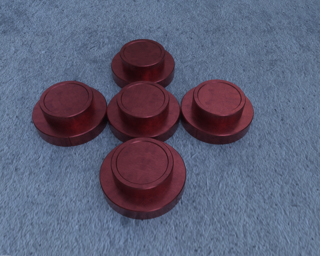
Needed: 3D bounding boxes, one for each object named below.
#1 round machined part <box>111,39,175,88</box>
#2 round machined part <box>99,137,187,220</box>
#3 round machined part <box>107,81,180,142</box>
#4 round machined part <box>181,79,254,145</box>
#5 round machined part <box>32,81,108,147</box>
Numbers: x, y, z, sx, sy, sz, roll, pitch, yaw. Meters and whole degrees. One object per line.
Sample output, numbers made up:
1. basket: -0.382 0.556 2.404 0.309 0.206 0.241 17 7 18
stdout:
1. round machined part: -0.026 -0.101 0.478 0.099 0.042 0.098 0 50 0
2. round machined part: -0.019 0.049 0.352 0.099 0.042 0.098 0 50 0
3. round machined part: -0.022 -0.026 0.415 0.099 0.042 0.098 0 50 0
4. round machined part: 0.077 -0.028 0.419 0.099 0.042 0.098 0 50 0
5. round machined part: -0.120 -0.026 0.414 0.099 0.042 0.098 0 50 0
